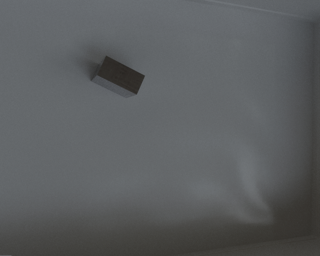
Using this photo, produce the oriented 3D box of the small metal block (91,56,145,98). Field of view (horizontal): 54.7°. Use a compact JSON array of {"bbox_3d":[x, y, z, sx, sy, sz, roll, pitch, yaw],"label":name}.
[{"bbox_3d":[-0.053,-0.060,0.378,0.050,0.050,0.025,25,82,-19],"label":"small metal block"}]
